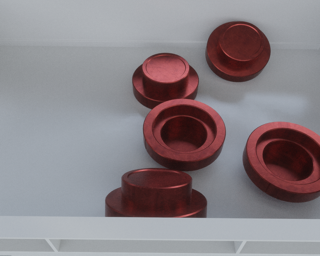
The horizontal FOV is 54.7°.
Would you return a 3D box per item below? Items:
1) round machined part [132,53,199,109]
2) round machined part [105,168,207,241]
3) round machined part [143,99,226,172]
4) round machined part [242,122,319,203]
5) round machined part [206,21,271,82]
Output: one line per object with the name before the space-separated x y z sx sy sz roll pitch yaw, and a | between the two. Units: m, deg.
round machined part | 0.008 -0.074 0.456 0.099 0.042 0.098 0 50 0
round machined part | -0.004 0.067 0.302 0.099 0.042 0.098 2 7 0
round machined part | 0.029 0.013 0.384 0.099 0.042 0.098 0 50 0
round machined part | 0.146 0.043 0.360 0.099 0.042 0.098 0 50 0
round machined part | 0.122 -0.124 0.478 0.099 0.042 0.098 0 73 0
